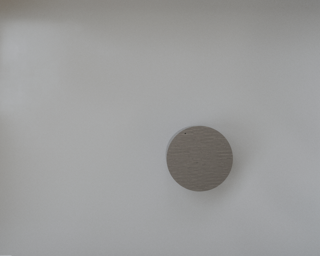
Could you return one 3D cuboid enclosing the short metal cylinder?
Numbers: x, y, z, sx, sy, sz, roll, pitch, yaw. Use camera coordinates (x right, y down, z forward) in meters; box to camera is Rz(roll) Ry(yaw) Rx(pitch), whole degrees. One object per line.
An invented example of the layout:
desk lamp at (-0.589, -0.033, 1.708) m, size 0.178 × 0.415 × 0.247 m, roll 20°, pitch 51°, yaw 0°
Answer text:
short metal cylinder at (0.048, 0.037, 0.400) m, size 0.081 × 0.050 × 0.079 m, roll 0°, pitch 90°, yaw -1°
